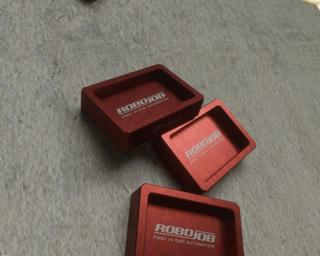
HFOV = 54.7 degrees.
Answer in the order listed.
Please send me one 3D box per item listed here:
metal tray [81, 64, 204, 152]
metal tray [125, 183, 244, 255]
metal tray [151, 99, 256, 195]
[{"bbox_3d":[-0.020,-0.032,0.389,0.131,0.030,0.090,-26,56,-36],"label":"metal tray"},{"bbox_3d":[0.030,0.120,0.344,0.131,0.030,0.090,16,55,-20],"label":"metal tray"},{"bbox_3d":[0.063,0.023,0.422,0.131,0.030,0.090,-31,79,-38],"label":"metal tray"}]
